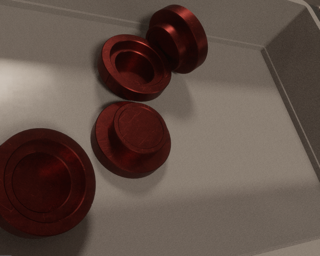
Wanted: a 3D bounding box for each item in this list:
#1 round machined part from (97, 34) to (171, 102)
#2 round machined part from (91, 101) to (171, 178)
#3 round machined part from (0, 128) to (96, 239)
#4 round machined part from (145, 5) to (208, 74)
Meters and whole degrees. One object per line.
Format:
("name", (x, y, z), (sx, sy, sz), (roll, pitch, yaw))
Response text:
("round machined part", (-0.038, -0.076, 0.422), (0.099, 0.042, 0.098), (14, 56, -21))
("round machined part", (-0.030, 0.008, 0.375), (0.099, 0.042, 0.098), (14, 56, -21))
("round machined part", (-0.113, 0.053, 0.290), (0.099, 0.042, 0.098), (25, 53, -37))
("round machined part", (0.017, -0.121, 0.445), (0.042, 0.098, 0.098), (-38, 83, -28))
